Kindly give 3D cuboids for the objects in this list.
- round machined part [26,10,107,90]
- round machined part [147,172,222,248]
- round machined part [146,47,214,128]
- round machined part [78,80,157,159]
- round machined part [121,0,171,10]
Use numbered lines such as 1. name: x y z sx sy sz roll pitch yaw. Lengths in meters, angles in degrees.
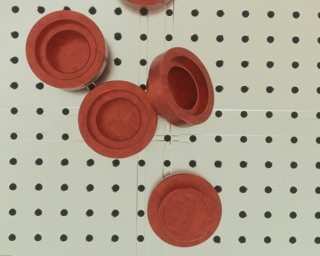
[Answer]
1. round machined part: -0.117 -0.097 0.403 0.099 0.042 0.097 0 90 -1
2. round machined part: 0.032 0.109 0.405 0.099 0.042 0.097 0 90 -1
3. round machined part: 0.021 -0.047 0.388 0.042 0.099 0.097 -17 90 44
4. round machined part: -0.053 -0.011 0.404 0.099 0.042 0.097 0 90 -1
5. round machined part: -0.019 -0.210 0.404 0.099 0.042 0.097 0 90 -1
